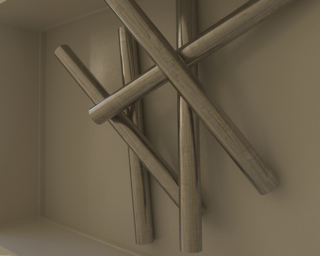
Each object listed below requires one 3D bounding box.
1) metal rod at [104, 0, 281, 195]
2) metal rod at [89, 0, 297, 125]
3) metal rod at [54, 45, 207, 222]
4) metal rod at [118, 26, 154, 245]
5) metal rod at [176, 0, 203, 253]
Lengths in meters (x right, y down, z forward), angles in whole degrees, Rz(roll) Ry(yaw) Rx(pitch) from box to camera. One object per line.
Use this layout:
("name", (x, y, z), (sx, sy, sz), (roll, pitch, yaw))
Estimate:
("metal rod", (0.019, -0.057, 0.321), (0.025, 0.025, 0.300), (-40, 88, 33))
("metal rod", (0.038, -0.083, 0.335), (0.300, 0.025, 0.025), (-30, 71, 23))
("metal rod", (-0.048, -0.004, 0.410), (0.300, 0.025, 0.025), (49, 119, 16))
("metal rod", (-0.034, 0.007, 0.432), (0.025, 0.025, 0.298), (-9, 84, 39))
("metal rod", (0.033, -0.014, 0.360), (0.025, 0.025, 0.298), (-7, 80, 39))
